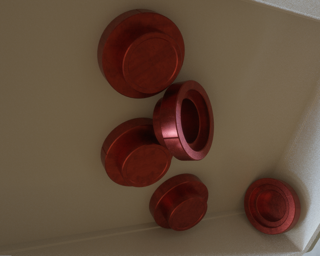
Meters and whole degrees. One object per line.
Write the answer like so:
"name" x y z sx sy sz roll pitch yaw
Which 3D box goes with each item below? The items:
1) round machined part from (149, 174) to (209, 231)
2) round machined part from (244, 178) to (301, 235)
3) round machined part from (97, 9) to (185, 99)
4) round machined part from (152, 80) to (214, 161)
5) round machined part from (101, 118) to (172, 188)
"round machined part" 0.036 0.125 0.494 0.099 0.042 0.097 -14 124 -21
"round machined part" 0.207 0.141 0.562 0.042 0.098 0.097 12 113 -42
"round machined part" -0.015 -0.077 0.342 0.099 0.042 0.097 -14 124 -21
"round machined part" 0.027 -0.008 0.386 0.099 0.042 0.097 11 77 -55
"round machined part" -0.024 0.039 0.408 0.099 0.042 0.097 -14 124 -21
